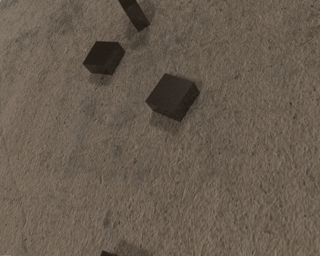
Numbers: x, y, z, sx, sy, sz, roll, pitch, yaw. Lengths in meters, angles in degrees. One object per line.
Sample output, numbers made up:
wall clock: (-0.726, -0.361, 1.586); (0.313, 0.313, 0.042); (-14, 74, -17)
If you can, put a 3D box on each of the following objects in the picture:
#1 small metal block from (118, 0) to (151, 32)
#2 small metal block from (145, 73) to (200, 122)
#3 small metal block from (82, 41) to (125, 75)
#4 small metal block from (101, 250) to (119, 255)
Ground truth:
small metal block: (-0.046, -0.203, 0.535); (0.025, 0.050, 0.050); (-32, 52, 8)
small metal block: (0.017, -0.042, 0.420); (0.050, 0.025, 0.050); (24, 75, 36)
small metal block: (-0.095, -0.119, 0.525); (0.050, 0.025, 0.050); (12, 68, 33)
small metal block: (-0.046, 0.165, 0.326); (0.050, 0.025, 0.050); (11, 67, 32)
